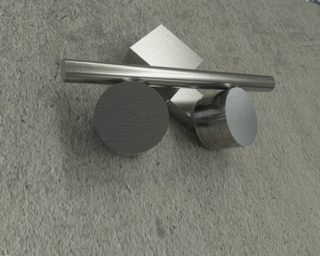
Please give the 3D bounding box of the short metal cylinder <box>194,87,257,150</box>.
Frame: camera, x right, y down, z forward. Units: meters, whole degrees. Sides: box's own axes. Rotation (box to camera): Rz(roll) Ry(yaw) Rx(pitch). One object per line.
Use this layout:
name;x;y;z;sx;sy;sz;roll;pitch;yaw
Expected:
short metal cylinder;0.091;-0.011;0.427;0.081;0.050;0.080;13;72;-44

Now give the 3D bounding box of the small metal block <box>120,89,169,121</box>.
small metal block;-0.025;-0.033;0.412;0.050;0.025;0.050;40;50;-1

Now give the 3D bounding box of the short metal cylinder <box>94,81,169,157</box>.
short metal cylinder;-0.034;-0.008;0.357;0.081;0.050;0.080;2;79;-10

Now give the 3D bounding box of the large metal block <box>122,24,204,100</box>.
large metal block;0.002;-0.089;0.442;0.080;0.050;0.080;41;51;-1

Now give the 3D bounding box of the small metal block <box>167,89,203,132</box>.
small metal block;0.040;-0.031;0.445;0.050;0.025;0.050;40;51;-1

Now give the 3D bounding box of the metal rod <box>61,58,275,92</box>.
metal rod;0.032;-0.063;0.394;0.303;0.025;0.025;-1;63;-29
